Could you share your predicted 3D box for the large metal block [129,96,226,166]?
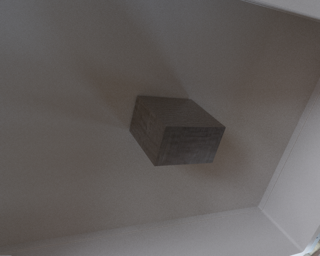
[{"bbox_3d":[0.018,0.001,0.380,0.081,0.080,0.050,1,118,-29],"label":"large metal block"}]
